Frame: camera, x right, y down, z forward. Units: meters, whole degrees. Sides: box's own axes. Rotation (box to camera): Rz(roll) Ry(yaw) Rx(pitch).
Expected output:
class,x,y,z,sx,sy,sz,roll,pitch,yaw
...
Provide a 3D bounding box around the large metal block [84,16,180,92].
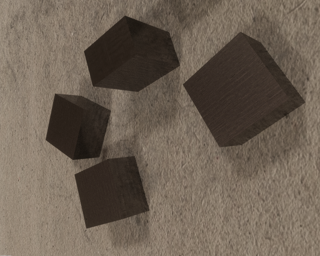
class,x,y,z,sx,sy,sz,roll,pitch,yaw
large metal block,-0.035,-0.089,0.396,0.080,0.081,0.050,-27,74,36

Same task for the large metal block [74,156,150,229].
class,x,y,z,sx,sy,sz,roll,pitch,yaw
large metal block,-0.071,0.092,0.445,0.080,0.050,0.080,-26,74,36

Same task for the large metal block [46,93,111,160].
class,x,y,z,sx,sy,sz,roll,pitch,yaw
large metal block,-0.132,-0.004,0.495,0.080,0.050,0.079,26,106,36

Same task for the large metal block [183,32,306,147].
class,x,y,z,sx,sy,sz,roll,pitch,yaw
large metal block,0.084,-0.036,0.319,0.080,0.050,0.080,-41,66,32
